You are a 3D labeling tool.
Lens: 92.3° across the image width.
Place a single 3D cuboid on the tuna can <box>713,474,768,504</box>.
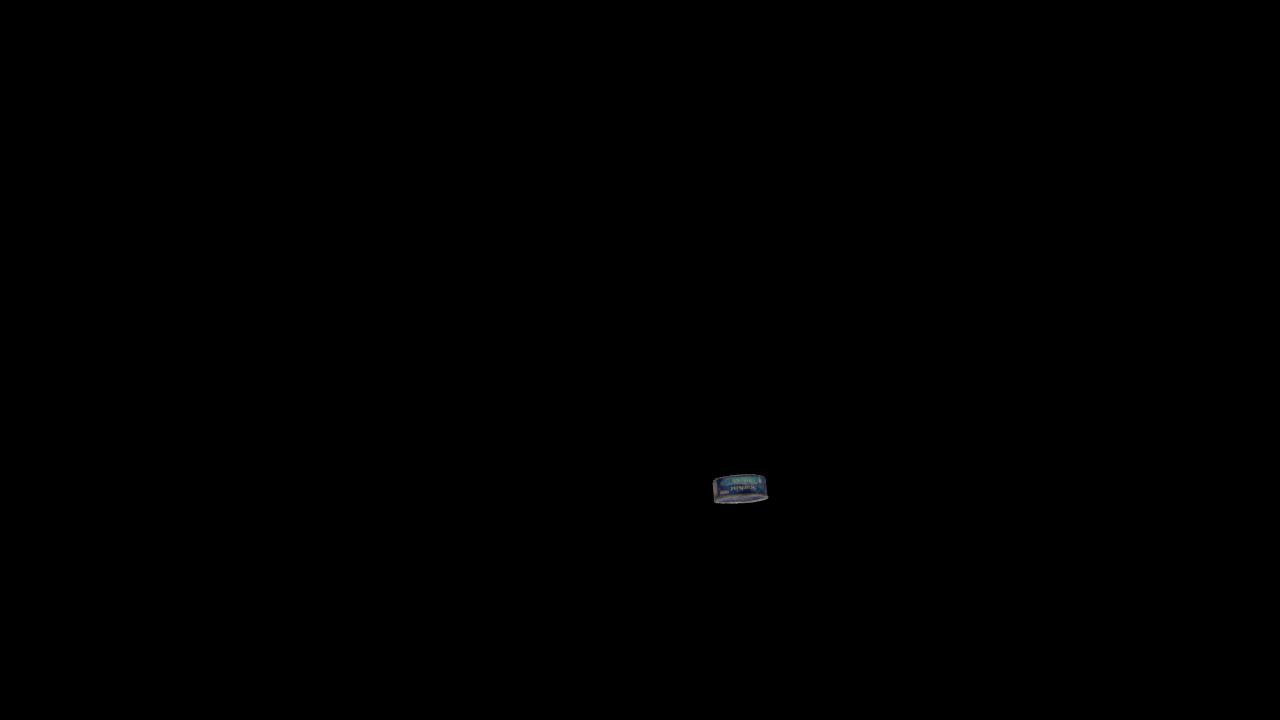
[{"bbox_3d":[0.155,0.201,0.954,0.084,0.034,0.084,-2,-20,-1],"label":"tuna can"}]
